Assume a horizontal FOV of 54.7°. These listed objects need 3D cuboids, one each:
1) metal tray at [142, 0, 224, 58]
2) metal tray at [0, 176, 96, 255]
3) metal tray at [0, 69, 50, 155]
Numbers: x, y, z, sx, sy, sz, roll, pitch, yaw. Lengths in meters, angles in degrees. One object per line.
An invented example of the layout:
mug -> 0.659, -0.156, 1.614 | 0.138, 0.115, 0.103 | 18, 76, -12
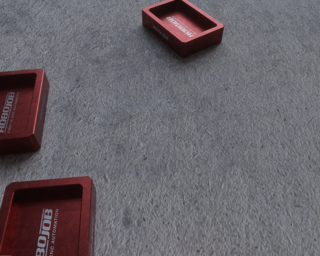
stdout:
metal tray -> 0.038, -0.185, 0.555 | 0.091, 0.030, 0.130 | -27, 55, -21
metal tray -> -0.112, 0.114, 0.303 | 0.091, 0.030, 0.130 | -4, 50, -4
metal tray -> -0.205, -0.025, 0.418 | 0.091, 0.030, 0.130 | -6, 50, -5
